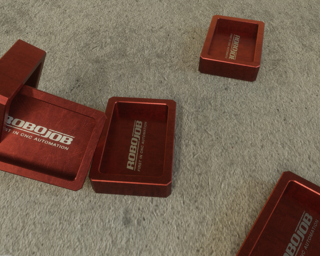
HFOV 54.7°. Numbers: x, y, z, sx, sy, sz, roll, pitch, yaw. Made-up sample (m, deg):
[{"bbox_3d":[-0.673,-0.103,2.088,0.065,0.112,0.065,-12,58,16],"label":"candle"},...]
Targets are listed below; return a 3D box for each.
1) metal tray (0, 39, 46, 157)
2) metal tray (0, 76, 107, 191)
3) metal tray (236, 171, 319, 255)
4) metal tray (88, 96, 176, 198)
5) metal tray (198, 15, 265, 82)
[{"bbox_3d":[-0.172,-0.024,0.350,0.030,0.129,0.090,25,45,-13],"label":"metal tray"},{"bbox_3d":[-0.133,0.005,0.330,0.131,0.030,0.090,19,90,-13],"label":"metal tray"},{"bbox_3d":[0.137,0.114,0.304,0.090,0.030,0.131,30,56,22],"label":"metal tray"},{"bbox_3d":[-0.028,0.018,0.383,0.091,0.030,0.130,3,50,2],"label":"metal tray"},{"bbox_3d":[0.121,-0.136,0.514,0.090,0.030,0.130,12,51,10],"label":"metal tray"}]
